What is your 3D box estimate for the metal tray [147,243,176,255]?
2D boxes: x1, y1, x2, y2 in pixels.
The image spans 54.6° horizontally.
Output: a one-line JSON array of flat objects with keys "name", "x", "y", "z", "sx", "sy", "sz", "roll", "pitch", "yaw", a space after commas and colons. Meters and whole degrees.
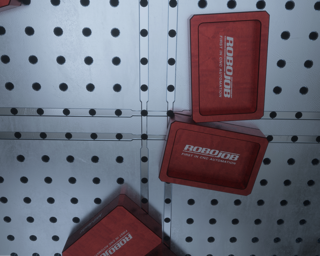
[{"name": "metal tray", "x": 0.009, "y": 0.257, "z": 0.505, "sx": 0.090, "sy": 0.030, "sz": 0.130, "roll": -39, "pitch": 106, "yaw": 13}]

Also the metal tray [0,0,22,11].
[{"name": "metal tray", "x": -0.223, "y": -0.190, "z": 0.339, "sx": 0.090, "sy": 0.030, "sz": 0.129, "roll": -14, "pitch": 110, "yaw": 5}]

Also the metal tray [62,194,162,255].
[{"name": "metal tray", "x": -0.072, "y": 0.173, "z": 0.474, "sx": 0.130, "sy": 0.030, "sz": 0.090, "roll": -42, "pitch": 105, "yaw": 14}]

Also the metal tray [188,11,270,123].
[{"name": "metal tray", "x": 0.082, "y": -0.074, "z": 0.383, "sx": 0.090, "sy": 0.030, "sz": 0.129, "roll": -3, "pitch": 110, "yaw": 1}]

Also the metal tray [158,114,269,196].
[{"name": "metal tray", "x": 0.070, "y": 0.038, "z": 0.424, "sx": 0.131, "sy": 0.030, "sz": 0.089, "roll": 11, "pitch": 110, "yaw": -4}]
